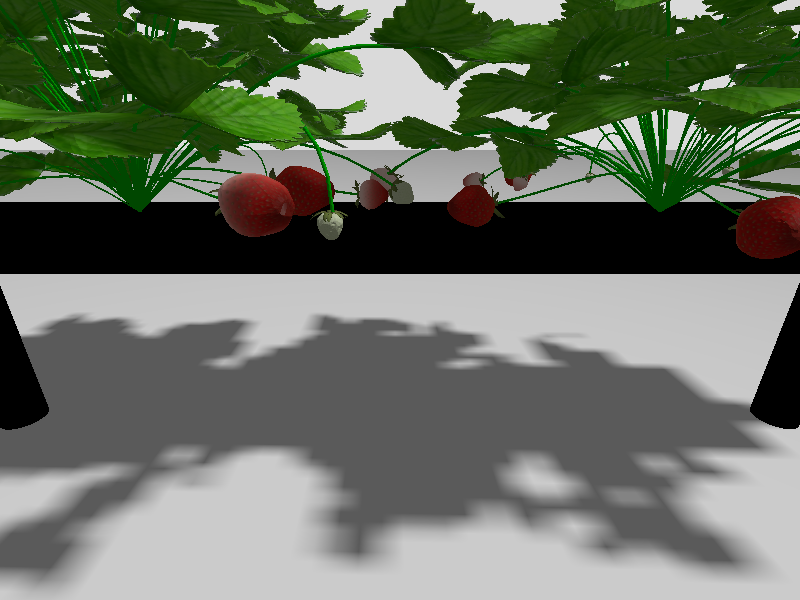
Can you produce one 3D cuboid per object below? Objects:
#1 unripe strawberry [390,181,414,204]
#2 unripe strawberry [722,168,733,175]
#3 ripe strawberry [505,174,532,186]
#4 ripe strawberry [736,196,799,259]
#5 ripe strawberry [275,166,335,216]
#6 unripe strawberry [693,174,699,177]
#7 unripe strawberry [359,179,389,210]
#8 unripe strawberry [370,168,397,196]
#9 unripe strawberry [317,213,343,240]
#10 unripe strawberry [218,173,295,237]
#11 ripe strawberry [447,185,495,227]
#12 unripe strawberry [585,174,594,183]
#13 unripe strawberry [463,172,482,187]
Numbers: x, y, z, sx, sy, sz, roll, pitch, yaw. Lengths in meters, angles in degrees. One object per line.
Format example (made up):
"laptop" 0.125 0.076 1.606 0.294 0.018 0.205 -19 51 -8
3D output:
"unripe strawberry" 0.003 -0.098 0.371 0.022 0.022 0.024 30 15 -18
"unripe strawberry" 0.400 -0.156 0.489 0.010 0.010 0.011 -19 29 -39
"ripe strawberry" 0.150 -0.162 0.514 0.037 0.032 0.037 -9 11 -20
"ripe strawberry" 0.194 -0.036 0.206 0.031 0.033 0.034 4 23 11
"ripe strawberry" -0.074 -0.086 0.316 0.045 0.038 0.044 4 22 8
"unripe strawberry" 0.358 -0.148 0.489 0.010 0.011 0.011 17 28 37
"unripe strawberry" -0.023 -0.092 0.349 0.026 0.026 0.029 0 22 -3
"unripe strawberry" -0.020 -0.123 0.428 0.033 0.032 0.030 -42 1 30
"unripe strawberry" -0.041 -0.043 0.234 0.017 0.016 0.015 13 26 30
"unripe strawberry" -0.085 -0.058 0.247 0.045 0.038 0.045 16 27 32
"ripe strawberry" 0.049 -0.066 0.281 0.032 0.028 0.032 -8 23 -18
"unripe strawberry" 0.240 -0.154 0.508 0.011 0.011 0.010 2 22 5
"unripe strawberry" 0.086 -0.139 0.472 0.024 0.021 0.024 -20 25 -41
